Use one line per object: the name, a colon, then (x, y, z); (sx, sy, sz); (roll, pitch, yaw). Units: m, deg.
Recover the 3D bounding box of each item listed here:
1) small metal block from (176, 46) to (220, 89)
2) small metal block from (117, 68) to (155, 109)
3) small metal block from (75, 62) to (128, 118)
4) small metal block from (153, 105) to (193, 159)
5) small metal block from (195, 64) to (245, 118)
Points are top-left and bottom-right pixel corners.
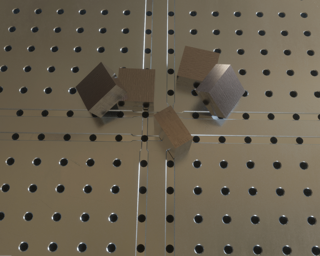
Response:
small metal block: (0.054, -0.085, 0.443); (0.050, 0.025, 0.050); (14, 71, 5)
small metal block: (-0.033, -0.055, 0.432); (0.050, 0.025, 0.050); (2, 70, 1)
small metal block: (-0.079, -0.051, 0.414); (0.050, 0.025, 0.050); (-42, 56, 11)
small metal block: (0.016, 0.007, 0.396); (0.025, 0.050, 0.050); (-30, 73, -10)
small metal block: (0.082, -0.050, 0.415); (0.050, 0.050, 0.025); (-52, 36, -16)
